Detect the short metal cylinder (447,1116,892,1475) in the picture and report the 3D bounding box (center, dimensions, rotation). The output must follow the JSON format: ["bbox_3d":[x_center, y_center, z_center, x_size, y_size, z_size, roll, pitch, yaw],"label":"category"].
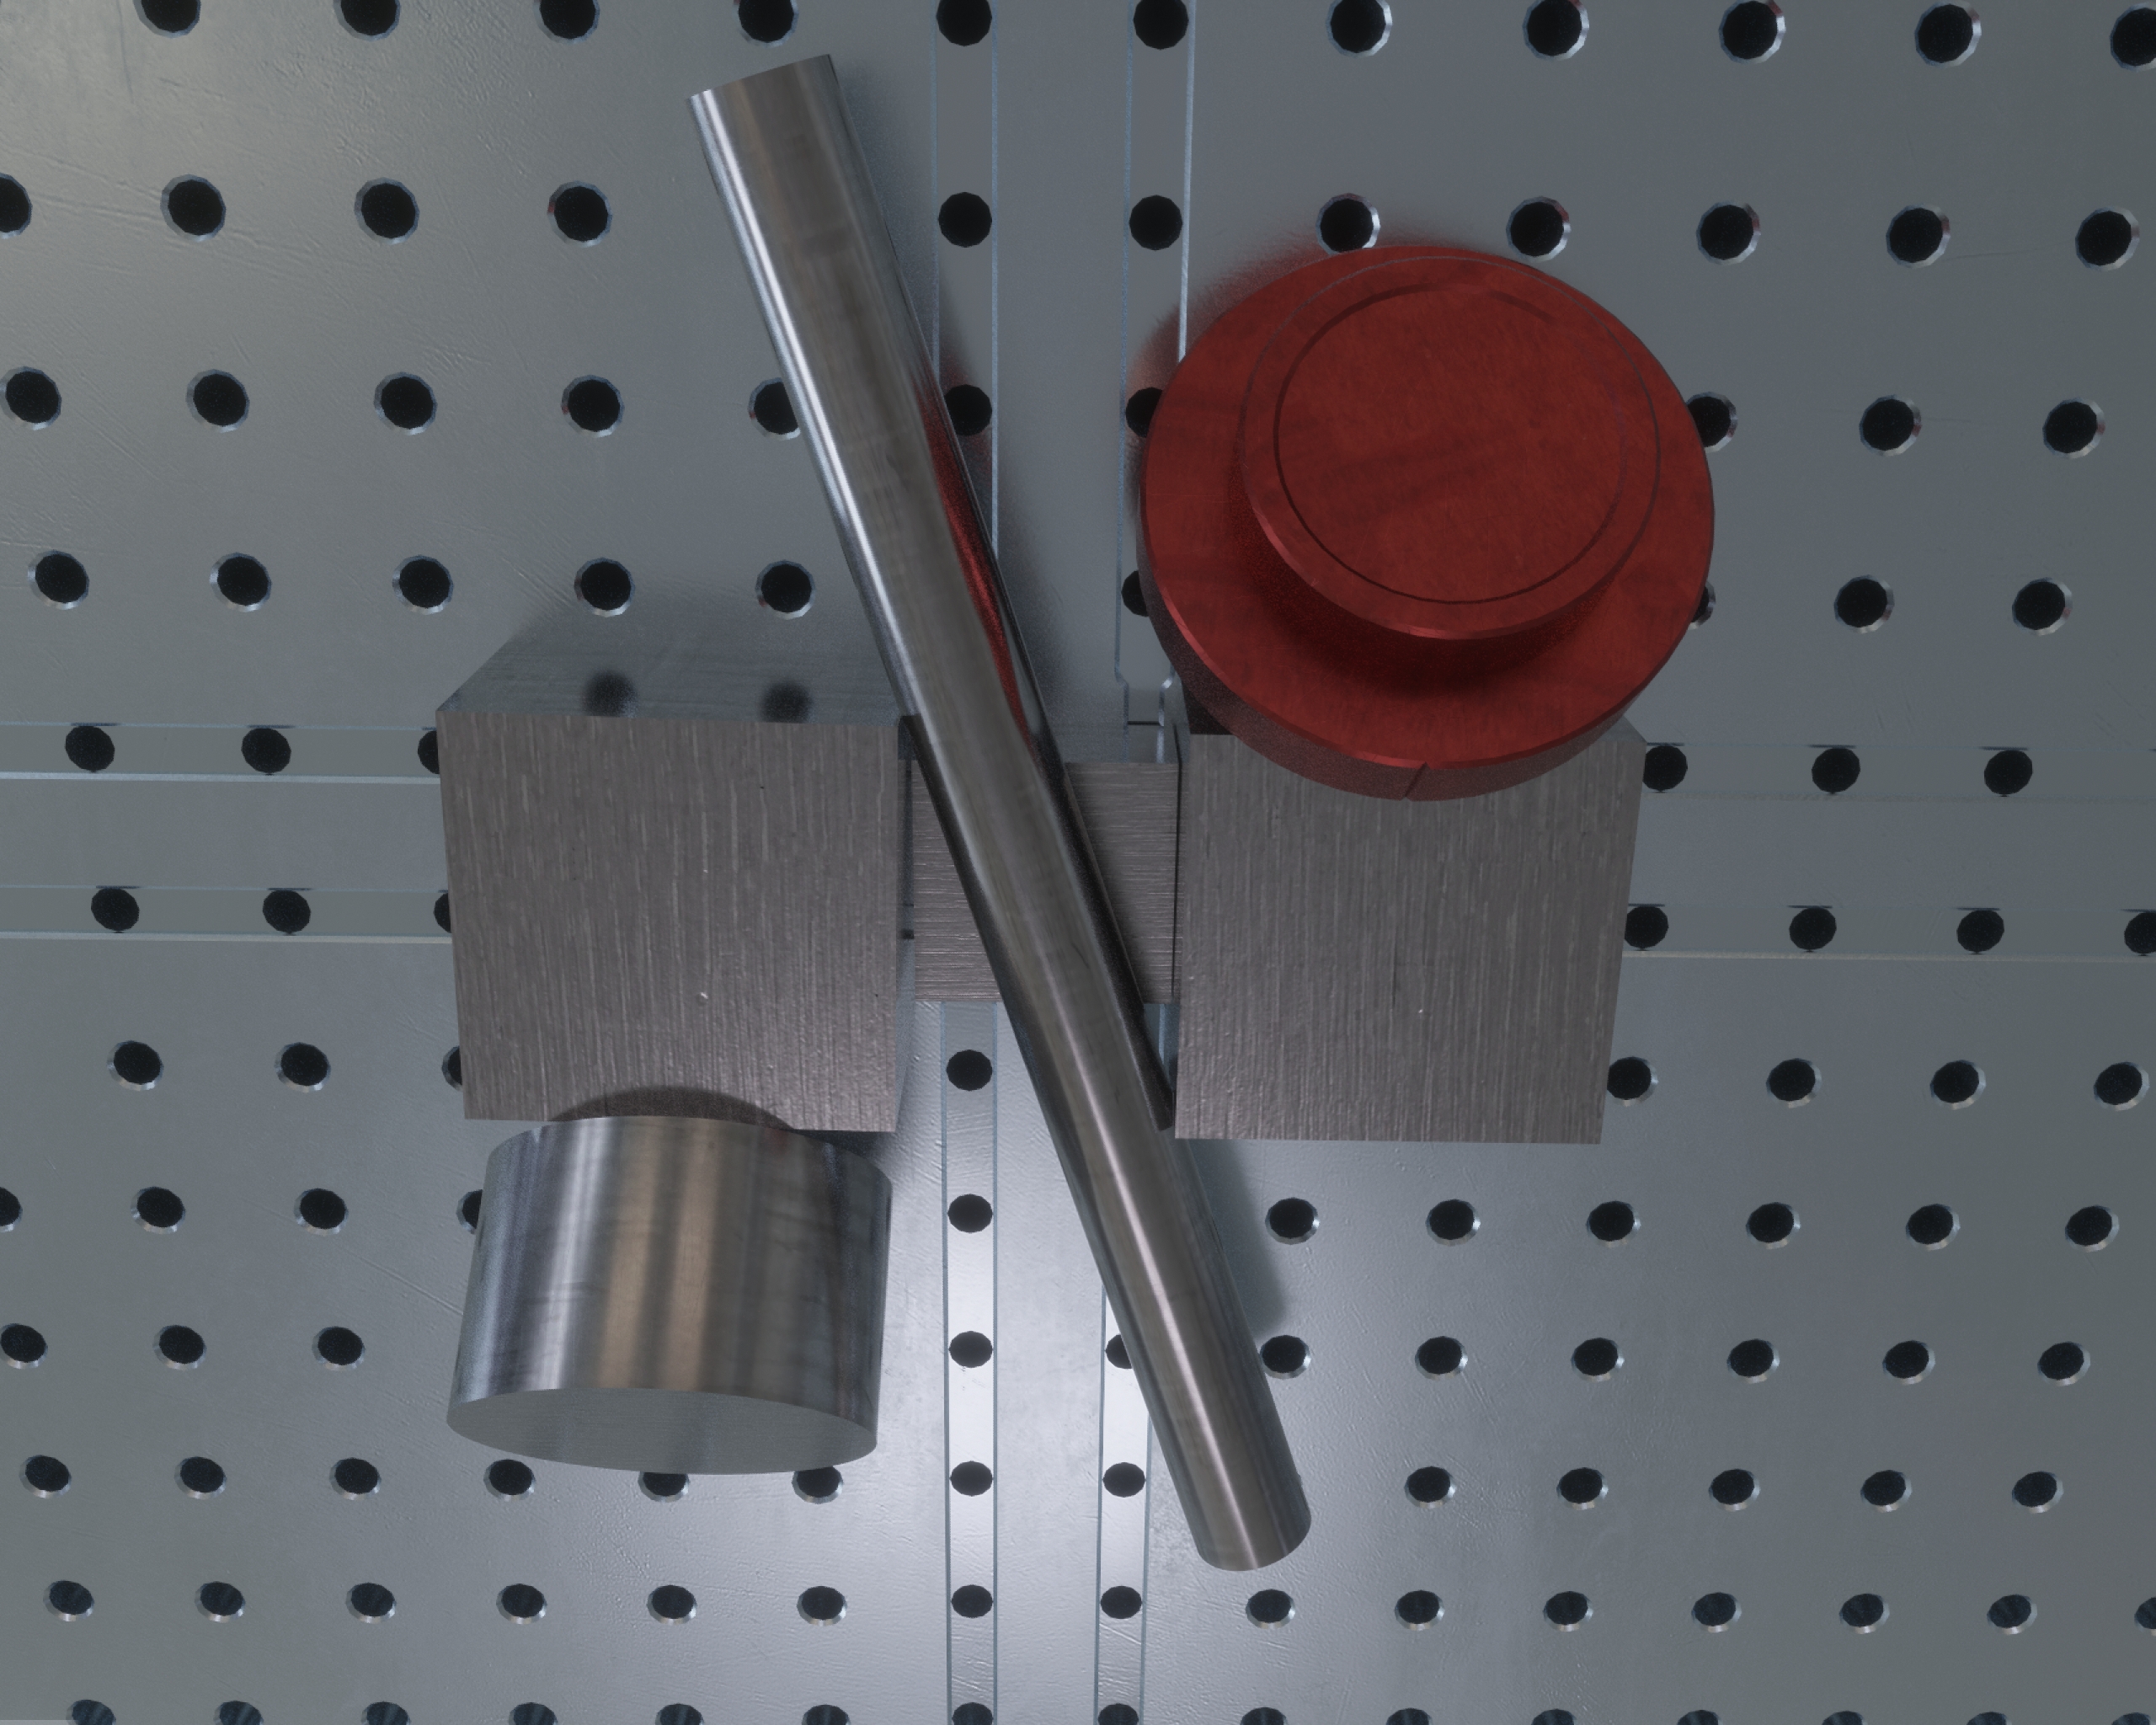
[{"bbox_3d":[-0.078,0.087,0.408,0.080,0.050,0.080,1,153,1],"label":"short metal cylinder"}]

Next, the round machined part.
[{"bbox_3d":[0.060,-0.063,0.355,0.099,0.042,0.098,0,75,-1],"label":"round machined part"}]

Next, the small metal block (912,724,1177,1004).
[{"bbox_3d":[-0.006,0.000,0.414,0.050,0.025,0.050,1,110,-1],"label":"small metal block"}]

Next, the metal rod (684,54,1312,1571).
[{"bbox_3d":[-0.008,0.006,0.388,0.025,0.025,0.298,-16,110,6],"label":"metal rod"}]

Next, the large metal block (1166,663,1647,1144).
[{"bbox_3d":[0.059,0.007,0.404,0.081,0.050,0.079,1,110,-1],"label":"large metal block"}]

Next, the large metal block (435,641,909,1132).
[{"bbox_3d":[-0.073,0.003,0.401,0.081,0.050,0.079,2,110,-1],"label":"large metal block"}]
